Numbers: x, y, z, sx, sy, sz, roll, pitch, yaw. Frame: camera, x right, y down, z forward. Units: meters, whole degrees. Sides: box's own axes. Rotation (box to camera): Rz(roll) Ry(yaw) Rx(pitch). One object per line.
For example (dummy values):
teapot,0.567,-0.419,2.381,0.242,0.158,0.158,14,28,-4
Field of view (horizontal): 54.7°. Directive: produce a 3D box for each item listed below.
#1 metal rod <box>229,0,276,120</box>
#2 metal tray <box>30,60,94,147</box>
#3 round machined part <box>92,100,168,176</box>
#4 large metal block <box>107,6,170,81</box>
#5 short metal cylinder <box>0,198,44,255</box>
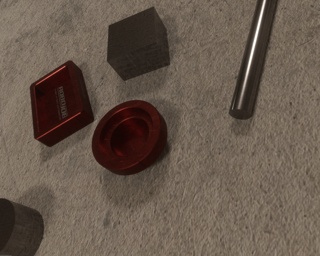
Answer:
metal rod,0.139,-0.147,0.420,0.025,0.025,0.300,5,64,30
metal tray,-0.165,-0.043,0.511,0.090,0.030,0.130,-30,52,8
round machined part,-0.035,0.016,0.400,0.098,0.042,0.098,-13,56,20
large metal block,-0.034,-0.131,0.484,0.080,0.050,0.080,-16,55,18
short metal cylinder,-0.202,0.139,0.407,0.080,0.050,0.080,-13,56,20
